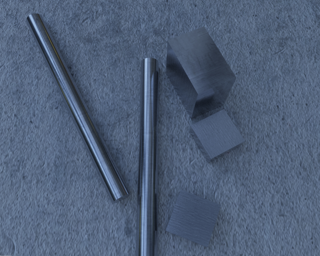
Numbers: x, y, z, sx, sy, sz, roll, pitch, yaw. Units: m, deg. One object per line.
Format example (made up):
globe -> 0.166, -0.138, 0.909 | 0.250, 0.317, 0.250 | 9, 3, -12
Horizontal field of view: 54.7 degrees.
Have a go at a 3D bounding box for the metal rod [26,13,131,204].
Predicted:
metal rod -> -0.117, -0.038, 0.420 | 0.025, 0.025, 0.299 | -27, 72, -10

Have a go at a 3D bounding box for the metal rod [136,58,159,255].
metal rod -> -0.015, 0.047, 0.390 | 0.025, 0.025, 0.299 | 0, 70, 0

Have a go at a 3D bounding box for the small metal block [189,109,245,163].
small metal block -> 0.073, 0.011, 0.405 | 0.050, 0.025, 0.050 | -27, 72, -10

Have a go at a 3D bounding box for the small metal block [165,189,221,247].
small metal block -> 0.039, 0.108, 0.369 | 0.050, 0.025, 0.050 | 20, 71, 7

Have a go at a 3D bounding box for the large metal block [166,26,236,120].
large metal block -> 0.049, -0.069, 0.405 | 0.050, 0.080, 0.080 | -24, 72, -9
